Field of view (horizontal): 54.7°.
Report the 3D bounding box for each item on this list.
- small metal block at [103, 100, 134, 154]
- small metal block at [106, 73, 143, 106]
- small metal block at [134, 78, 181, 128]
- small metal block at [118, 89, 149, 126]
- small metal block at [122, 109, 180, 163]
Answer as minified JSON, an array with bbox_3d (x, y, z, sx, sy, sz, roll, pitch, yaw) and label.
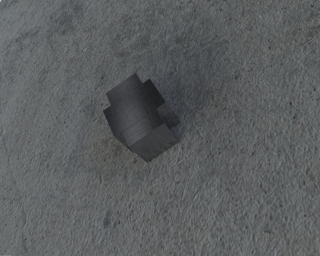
[{"bbox_3d":[-0.045,-0.001,0.411,0.025,0.050,0.050,-35,52,5],"label":"small metal block"},{"bbox_3d":[-0.038,-0.041,0.432,0.050,0.050,0.025,-34,52,6],"label":"small metal block"},{"bbox_3d":[-0.003,-0.029,0.407,0.025,0.050,0.050,-35,52,5],"label":"small metal block"},{"bbox_3d":[-0.024,-0.015,0.409,0.025,0.050,0.050,-35,52,5],"label":"small metal block"},{"bbox_3d":[-0.010,0.011,0.386,0.050,0.050,0.025,-34,52,6],"label":"small metal block"}]
